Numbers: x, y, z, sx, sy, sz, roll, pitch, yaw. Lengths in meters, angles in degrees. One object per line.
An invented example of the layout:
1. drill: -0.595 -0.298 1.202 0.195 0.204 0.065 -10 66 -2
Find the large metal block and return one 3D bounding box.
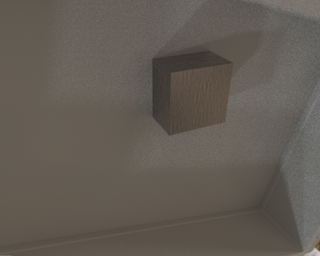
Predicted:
1. large metal block: 0.038 -0.045 0.384 0.081 0.050 0.079 -13 124 -21
